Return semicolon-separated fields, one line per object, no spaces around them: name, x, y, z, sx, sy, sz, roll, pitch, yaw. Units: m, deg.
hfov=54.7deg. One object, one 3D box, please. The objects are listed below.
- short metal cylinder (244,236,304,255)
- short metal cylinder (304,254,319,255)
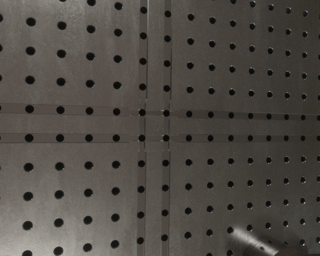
short metal cylinder;0.172;0.211;0.465;0.081;0.050;0.079;0;90;-21
short metal cylinder;0.255;0.238;0.481;0.081;0.080;0.050;-8;93;-20
